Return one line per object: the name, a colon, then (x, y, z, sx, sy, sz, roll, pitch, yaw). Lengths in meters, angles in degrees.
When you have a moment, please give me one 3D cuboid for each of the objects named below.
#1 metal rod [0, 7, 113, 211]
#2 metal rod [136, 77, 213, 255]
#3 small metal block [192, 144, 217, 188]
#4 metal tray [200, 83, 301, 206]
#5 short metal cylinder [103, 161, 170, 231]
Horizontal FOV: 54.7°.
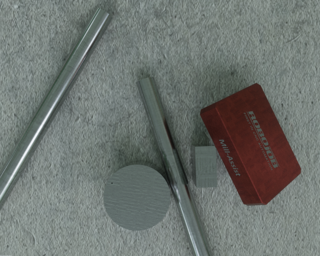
metal rod: (-0.149, -0.022, 0.408, 0.025, 0.025, 0.299, 30, 90, 0)
metal rod: (0.027, 0.078, 0.410, 0.025, 0.025, 0.298, -18, 90, 0)
small metal block: (0.056, 0.047, 0.398, 0.025, 0.050, 0.050, -2, 90, 0)
metal tray: (0.115, 0.018, 0.385, 0.091, 0.030, 0.129, -26, 90, -34)
short metal cylinder: (-0.028, 0.084, 0.397, 0.081, 0.050, 0.079, 0, 90, 0)
